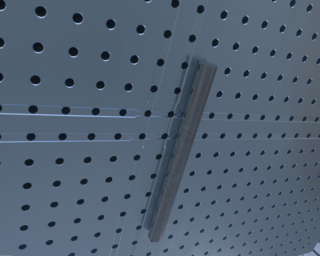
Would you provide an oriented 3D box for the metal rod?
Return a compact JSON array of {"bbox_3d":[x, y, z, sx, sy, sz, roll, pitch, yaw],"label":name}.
[{"bbox_3d":[0.027,0.050,0.455,0.025,0.025,0.298,0,118,-29],"label":"metal rod"}]
